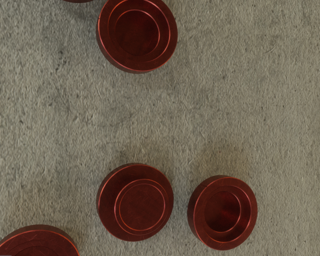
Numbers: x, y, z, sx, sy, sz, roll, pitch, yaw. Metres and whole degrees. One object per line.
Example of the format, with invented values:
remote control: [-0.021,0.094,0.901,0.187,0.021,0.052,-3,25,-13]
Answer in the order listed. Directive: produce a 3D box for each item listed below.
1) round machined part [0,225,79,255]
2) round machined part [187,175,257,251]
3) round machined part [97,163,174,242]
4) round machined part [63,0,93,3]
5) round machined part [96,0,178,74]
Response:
round machined part: [-0.141,0.157,0.348,0.099,0.042,0.097,0,90,-20]
round machined part: [0.082,0.114,0.430,0.099,0.042,0.097,0,90,-20]
round machined part: [-0.028,0.095,0.390,0.099,0.042,0.097,0,90,-20]
round machined part: [-0.102,-0.195,0.362,0.099,0.042,0.097,0,90,-20]
round machined part: [-0.031,-0.116,0.388,0.099,0.042,0.097,0,90,-20]
